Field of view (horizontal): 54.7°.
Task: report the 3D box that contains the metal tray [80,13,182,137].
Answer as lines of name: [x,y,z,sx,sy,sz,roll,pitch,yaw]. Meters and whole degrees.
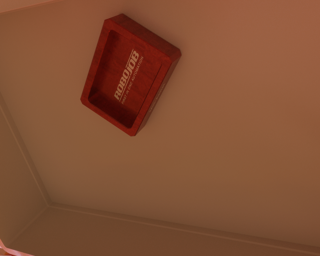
metal tray: [-0.041,-0.061,0.387,0.090,0.030,0.129,34,129,5]
